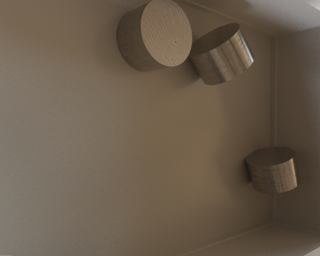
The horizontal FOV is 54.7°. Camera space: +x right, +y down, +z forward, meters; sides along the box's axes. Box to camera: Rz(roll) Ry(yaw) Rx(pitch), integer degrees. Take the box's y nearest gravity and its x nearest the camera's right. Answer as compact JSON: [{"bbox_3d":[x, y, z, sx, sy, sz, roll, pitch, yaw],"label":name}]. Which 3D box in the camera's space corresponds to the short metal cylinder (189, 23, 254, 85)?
[{"bbox_3d":[0.086,-0.105,0.442,0.080,0.080,0.050,-50,120,-28],"label":"short metal cylinder"}]

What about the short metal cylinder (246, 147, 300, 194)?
[{"bbox_3d":[0.194,0.071,0.534,0.081,0.080,0.050,-26,107,-37],"label":"short metal cylinder"}]

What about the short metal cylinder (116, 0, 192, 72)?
[{"bbox_3d":[-0.006,-0.113,0.385,0.081,0.050,0.080,0,90,-40],"label":"short metal cylinder"}]
